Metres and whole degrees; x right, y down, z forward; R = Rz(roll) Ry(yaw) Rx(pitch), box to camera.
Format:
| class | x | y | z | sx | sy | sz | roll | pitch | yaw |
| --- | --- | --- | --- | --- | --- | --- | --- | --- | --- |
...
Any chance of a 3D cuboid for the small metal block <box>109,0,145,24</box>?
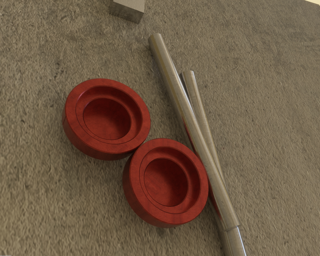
| class | x | y | z | sx | sy | sz | roll | pitch | yaw |
| --- | --- | --- | --- | --- | --- | --- | --- | --- | --- |
| small metal block | -0.053 | -0.201 | 0.498 | 0.050 | 0.025 | 0.050 | 13 | 56 | -21 |

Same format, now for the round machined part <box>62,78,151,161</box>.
| class | x | y | z | sx | sy | sz | roll | pitch | yaw |
| --- | --- | --- | --- | --- | --- | --- | --- | --- | --- |
| round machined part | -0.064 | -0.006 | 0.362 | 0.099 | 0.042 | 0.098 | 13 | 56 | -21 |

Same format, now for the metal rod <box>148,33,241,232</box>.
| class | x | y | z | sx | sy | sz | roll | pitch | yaw |
| --- | --- | --- | --- | --- | --- | --- | --- | --- | --- |
| metal rod | 0.036 | -0.013 | 0.416 | 0.025 | 0.025 | 0.299 | -2 | 59 | -29 |

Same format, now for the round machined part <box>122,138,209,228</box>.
| class | x | y | z | sx | sy | sz | roll | pitch | yaw |
| --- | --- | --- | --- | --- | --- | --- | --- | --- | --- |
| round machined part | 0.003 | 0.064 | 0.353 | 0.099 | 0.042 | 0.098 | 15 | 57 | -24 |

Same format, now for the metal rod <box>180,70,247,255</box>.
| class | x | y | z | sx | sy | sz | roll | pitch | yaw |
| --- | --- | --- | --- | --- | --- | --- | --- | --- | --- |
| metal rod | 0.068 | 0.051 | 0.408 | 0.025 | 0.025 | 0.299 | 3 | 61 | -27 |
